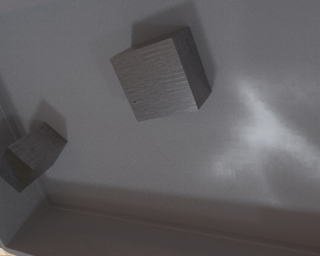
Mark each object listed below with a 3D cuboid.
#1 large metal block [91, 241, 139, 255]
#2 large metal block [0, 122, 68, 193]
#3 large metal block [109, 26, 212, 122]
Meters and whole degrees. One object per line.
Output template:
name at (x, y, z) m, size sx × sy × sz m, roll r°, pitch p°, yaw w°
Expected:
large metal block at (-0.081, 0.273, 0.604) m, size 0.080 × 0.050 × 0.080 m, roll -4°, pitch 116°, yaw 30°
large metal block at (-0.210, 0.048, 0.511) m, size 0.050 × 0.080 × 0.080 m, roll 42°, pitch 129°, yaw -1°
large metal block at (0.003, -0.059, 0.353) m, size 0.080 × 0.050 × 0.080 m, roll -10°, pitch 114°, yaw 32°
